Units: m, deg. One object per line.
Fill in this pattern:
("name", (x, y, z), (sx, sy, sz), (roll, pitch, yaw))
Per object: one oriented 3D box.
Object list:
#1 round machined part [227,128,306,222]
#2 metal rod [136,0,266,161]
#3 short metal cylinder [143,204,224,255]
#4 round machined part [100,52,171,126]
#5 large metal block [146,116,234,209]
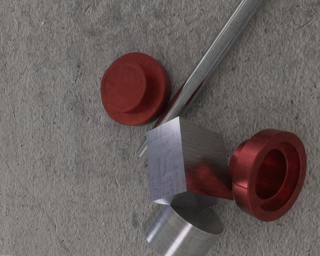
("round machined part", (0.113, 0.048, 0.340), (0.042, 0.099, 0.097), (16, 97, 54))
("metal rod", (0.062, -0.082, 0.386), (0.025, 0.025, 0.299), (38, 102, 16))
("short metal cylinder", (0.028, 0.117, 0.369), (0.080, 0.080, 0.050), (35, 103, 16))
("round machined part", (-0.038, -0.052, 0.407), (0.098, 0.042, 0.097), (-2, 85, 26))
("large metal block", (0.033, 0.043, 0.348), (0.050, 0.080, 0.080), (-27, 56, 38))
